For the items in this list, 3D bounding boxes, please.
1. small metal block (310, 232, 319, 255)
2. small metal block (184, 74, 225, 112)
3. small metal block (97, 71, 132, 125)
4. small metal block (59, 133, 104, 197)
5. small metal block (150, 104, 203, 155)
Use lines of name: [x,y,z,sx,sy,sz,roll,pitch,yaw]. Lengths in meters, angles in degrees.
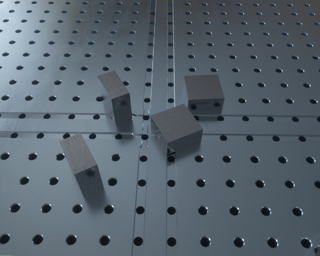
small metal block: [0.176,0.130,0.299,0.050,0.025,0.050,30,56,23]
small metal block: [0.062,-0.051,0.451,0.050,0.025,0.050,-3,50,-3]
small metal block: [-0.062,-0.042,0.426,0.025,0.050,0.050,-22,54,-17]
small metal block: [-0.089,0.043,0.356,0.025,0.050,0.050,-24,54,-18]
small metal block: [0.021,0.001,0.408,0.050,0.025,0.050,-20,53,-16]
